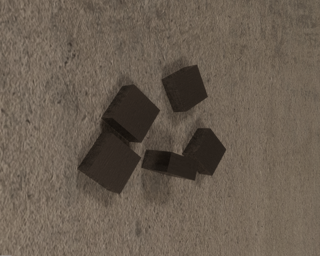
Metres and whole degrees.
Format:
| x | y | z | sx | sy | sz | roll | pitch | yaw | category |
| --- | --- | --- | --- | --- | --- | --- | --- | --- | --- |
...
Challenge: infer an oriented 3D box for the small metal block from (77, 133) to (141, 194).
| x | y | z | sx | sy | sz | roll | pitch | yaw | category |
| --- | --- | --- | --- | --- | --- | --- | --- | --- | --- |
| -0.057 | 0.041 | 0.358 | 0.050 | 0.025 | 0.050 | 45 | 63 | -31 | small metal block |

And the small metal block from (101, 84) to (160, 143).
| x | y | z | sx | sy | sz | roll | pitch | yaw | category |
| --- | --- | --- | --- | --- | --- | --- | --- | --- | --- |
| -0.035 | -0.017 | 0.378 | 0.050 | 0.025 | 0.050 | 44 | 64 | -32 | small metal block |

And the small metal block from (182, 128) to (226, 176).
| x | y | z | sx | sy | sz | roll | pitch | yaw | category |
| --- | --- | --- | --- | --- | --- | --- | --- | --- | --- |
| 0.067 | 0.035 | 0.464 | 0.050 | 0.025 | 0.050 | 49 | 61 | -29 | small metal block |

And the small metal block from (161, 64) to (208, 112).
| x | y | z | sx | sy | sz | roll | pitch | yaw | category |
| --- | --- | --- | --- | --- | --- | --- | --- | --- | --- |
| 0.036 | -0.056 | 0.437 | 0.050 | 0.025 | 0.050 | -34 | 111 | -35 | small metal block |

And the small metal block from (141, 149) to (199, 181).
| x | y | z | sx | sy | sz | roll | pitch | yaw | category |
| --- | --- | --- | --- | --- | --- | --- | --- | --- | --- |
| 0.013 | 0.048 | 0.402 | 0.050 | 0.050 | 0.025 | 23 | 76 | -38 | small metal block |
